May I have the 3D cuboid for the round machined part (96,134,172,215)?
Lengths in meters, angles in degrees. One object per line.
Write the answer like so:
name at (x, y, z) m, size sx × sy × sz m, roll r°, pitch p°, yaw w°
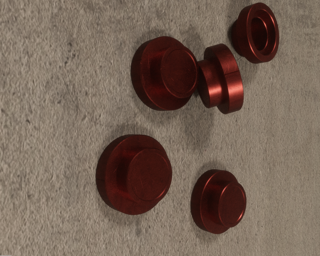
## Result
round machined part at (-0.024, 0.057, 0.376) m, size 0.099 × 0.042 × 0.097 m, roll 0°, pitch 90°, yaw -40°

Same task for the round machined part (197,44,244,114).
round machined part at (0.078, -0.066, 0.437) m, size 0.042 × 0.098 × 0.097 m, roll -17°, pitch 103°, yaw -3°

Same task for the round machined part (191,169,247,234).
round machined part at (0.097, 0.115, 0.478) m, size 0.099 × 0.042 × 0.097 m, roll 0°, pitch 90°, yaw -40°

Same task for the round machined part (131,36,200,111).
round machined part at (0.014, -0.072, 0.407) m, size 0.099 × 0.042 × 0.097 m, roll 0°, pitch 90°, yaw -40°

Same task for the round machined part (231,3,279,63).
round machined part at (0.160, -0.159, 0.530) m, size 0.099 × 0.042 × 0.097 m, roll 0°, pitch 90°, yaw -40°
